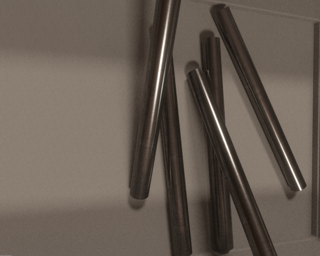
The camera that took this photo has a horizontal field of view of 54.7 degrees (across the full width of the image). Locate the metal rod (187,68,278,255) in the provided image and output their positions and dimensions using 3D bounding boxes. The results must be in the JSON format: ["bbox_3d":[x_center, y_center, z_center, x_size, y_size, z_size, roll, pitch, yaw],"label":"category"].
[{"bbox_3d":[0.091,0.058,0.380,0.025,0.025,0.299,-10,68,-20],"label":"metal rod"}]

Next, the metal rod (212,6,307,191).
[{"bbox_3d":[0.154,-0.037,0.469,0.025,0.025,0.299,-30,100,-18],"label":"metal rod"}]

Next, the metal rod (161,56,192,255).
[{"bbox_3d":[0.017,0.023,0.417,0.025,0.025,0.298,-7,92,-20],"label":"metal rod"}]

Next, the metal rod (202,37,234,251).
[{"bbox_3d":[0.083,0.023,0.442,0.025,0.025,0.298,-5,92,-20],"label":"metal rod"}]

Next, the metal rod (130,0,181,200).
[{"bbox_3d":[-0.004,-0.050,0.346,0.025,0.025,0.298,0,114,-20],"label":"metal rod"}]
